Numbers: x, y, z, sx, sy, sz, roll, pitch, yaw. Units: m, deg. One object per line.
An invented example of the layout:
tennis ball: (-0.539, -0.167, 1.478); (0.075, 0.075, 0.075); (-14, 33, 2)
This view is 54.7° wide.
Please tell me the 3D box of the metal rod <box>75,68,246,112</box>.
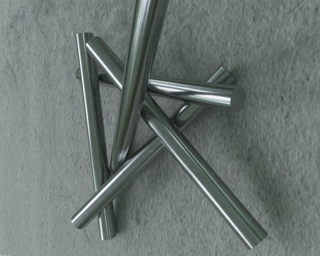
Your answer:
metal rod: (-0.026, -0.058, 0.400); (0.300, 0.025, 0.025); (17, 101, 45)

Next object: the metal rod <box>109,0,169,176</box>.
metal rod: (-0.033, -0.020, 0.339); (0.025, 0.025, 0.298); (56, 151, 25)

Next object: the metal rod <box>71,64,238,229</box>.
metal rod: (-0.021, 0.037, 0.396); (0.299, 0.025, 0.025); (-45, 63, 22)

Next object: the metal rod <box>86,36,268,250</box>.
metal rod: (0.006, 0.002, 0.351); (0.300, 0.025, 0.025); (51, 120, 18)

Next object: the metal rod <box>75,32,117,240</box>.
metal rod: (-0.092, 0.016, 0.451); (0.025, 0.025, 0.298); (0, 98, 39)
